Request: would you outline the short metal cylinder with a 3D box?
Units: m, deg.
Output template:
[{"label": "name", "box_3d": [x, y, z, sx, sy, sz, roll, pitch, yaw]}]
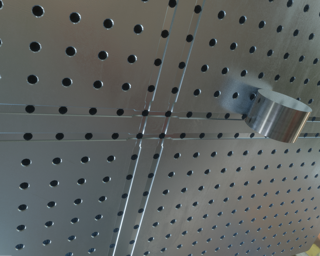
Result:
[{"label": "short metal cylinder", "box_3d": [0.175, -0.019, 0.462, 0.081, 0.080, 0.050, 3, 117, -30]}]
